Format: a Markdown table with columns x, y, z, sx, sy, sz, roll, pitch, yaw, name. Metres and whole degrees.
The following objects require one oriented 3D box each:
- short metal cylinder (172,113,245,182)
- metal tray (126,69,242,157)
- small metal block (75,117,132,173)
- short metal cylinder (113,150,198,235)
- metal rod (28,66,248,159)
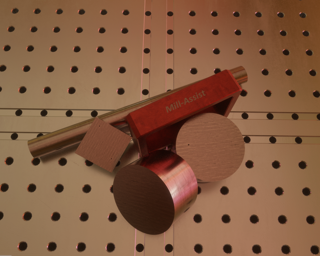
| x | y | z | sx | sy | sz | roll | pitch | yaw | name |
| --- | --- | --- | --- | --- | --- | --- | --- | --- | --- |
| 0.056 | 0.026 | 0.380 | 0.081 | 0.050 | 0.080 | 1 | 78 | -4 | short metal cylinder |
| 0.028 | -0.014 | 0.379 | 0.131 | 0.090 | 0.030 | -25 | 72 | -9 | metal tray |
| -0.070 | 0.020 | 0.386 | 0.050 | 0.025 | 0.050 | 30 | 88 | -9 | small metal block |
| -0.005 | 0.070 | 0.346 | 0.080 | 0.080 | 0.050 | 45 | 35 | 14 | short metal cylinder |
| -0.023 | -0.024 | 0.416 | 0.302 | 0.025 | 0.025 | -20 | 72 | -8 | metal rod |
